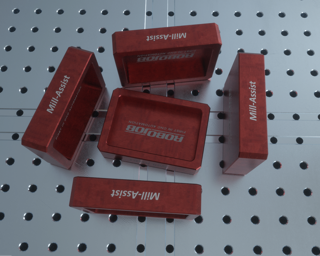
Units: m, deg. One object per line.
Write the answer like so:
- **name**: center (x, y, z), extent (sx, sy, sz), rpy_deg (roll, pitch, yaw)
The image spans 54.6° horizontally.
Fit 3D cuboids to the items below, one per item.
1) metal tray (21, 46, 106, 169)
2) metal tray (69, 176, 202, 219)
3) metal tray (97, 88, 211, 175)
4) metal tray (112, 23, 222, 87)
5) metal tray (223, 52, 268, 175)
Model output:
- **metal tray**: center (-0.112, -0.022, 0.385), extent (0.030, 0.090, 0.130), rpy_deg (17, 71, 6)
- **metal tray**: center (-0.024, 0.081, 0.348), extent (0.131, 0.090, 0.030), rpy_deg (3, 70, 1)
- **metal tray**: center (-0.006, 0.003, 0.407), extent (0.131, 0.030, 0.090), rpy_deg (11, 70, 3)
- **metal tray**: center (0.008, -0.093, 0.411), extent (0.131, 0.090, 0.030), rpy_deg (-6, 70, -2)
- **metal tray**: center (0.102, -0.015, 0.383), extent (0.030, 0.090, 0.130), rpy_deg (4, 70, 1)
